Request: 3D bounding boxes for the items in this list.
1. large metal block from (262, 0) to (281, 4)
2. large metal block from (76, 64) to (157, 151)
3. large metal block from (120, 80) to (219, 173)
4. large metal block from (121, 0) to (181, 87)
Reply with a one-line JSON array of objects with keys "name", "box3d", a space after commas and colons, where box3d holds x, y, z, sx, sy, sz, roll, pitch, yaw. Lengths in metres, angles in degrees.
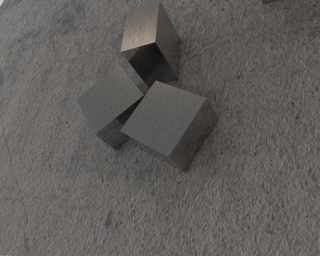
[{"name": "large metal block", "box3d": [0.174, -0.223, 0.414, 0.080, 0.080, 0.050, -3, 61, 27]}, {"name": "large metal block", "box3d": [-0.060, -0.030, 0.437, 0.080, 0.050, 0.080, -39, 51, 2]}, {"name": "large metal block", "box3d": [0.012, -0.003, 0.383, 0.080, 0.050, 0.080, 25, 75, 36]}, {"name": "large metal block", "box3d": [-0.009, -0.119, 0.447, 0.050, 0.080, 0.080, -10, 58, 23]}]
